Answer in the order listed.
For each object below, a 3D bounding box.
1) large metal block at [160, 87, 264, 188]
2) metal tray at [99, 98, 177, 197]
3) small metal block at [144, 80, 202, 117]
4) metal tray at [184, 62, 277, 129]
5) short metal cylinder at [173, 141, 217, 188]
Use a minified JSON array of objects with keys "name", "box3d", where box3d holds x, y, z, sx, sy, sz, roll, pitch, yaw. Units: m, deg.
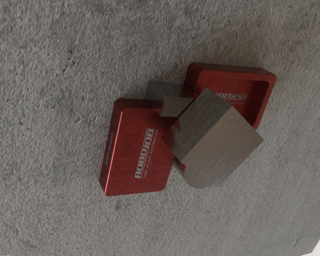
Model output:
[{"name":"large metal block","box3d":[0.063,0.013,0.368,0.080,0.050,0.080,-48,129,6]},{"name":"metal tray","box3d":[-0.024,0.027,0.410,0.091,0.030,0.129,1,118,-29]},{"name":"small metal block","box3d":[0.015,-0.036,0.378,0.050,0.050,0.025,1,118,-29]},{"name":"metal tray","box3d":[0.092,-0.040,0.431,0.131,0.030,0.089,-2,119,-28]},{"name":"short metal cylinder","box3d":[0.059,0.040,0.449,0.081,0.050,0.079,-13,124,-20]}]
